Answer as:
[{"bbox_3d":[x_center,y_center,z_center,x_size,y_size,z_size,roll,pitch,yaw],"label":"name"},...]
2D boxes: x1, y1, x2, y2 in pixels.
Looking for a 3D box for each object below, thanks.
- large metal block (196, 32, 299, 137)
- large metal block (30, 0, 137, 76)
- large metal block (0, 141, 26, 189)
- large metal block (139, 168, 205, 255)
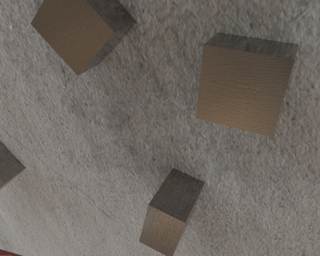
[{"bbox_3d":[0.086,-0.046,0.316,0.080,0.050,0.079,15,125,19],"label":"large metal block"},{"bbox_3d":[-0.089,-0.122,0.360,0.080,0.050,0.080,49,128,-7],"label":"large metal block"},{"bbox_3d":[-0.325,0.078,0.606,0.080,0.050,0.080,-34,100,38],"label":"large metal block"},{"bbox_3d":[0.017,0.117,0.434,0.050,0.080,0.079,23,127,14],"label":"large metal block"}]
